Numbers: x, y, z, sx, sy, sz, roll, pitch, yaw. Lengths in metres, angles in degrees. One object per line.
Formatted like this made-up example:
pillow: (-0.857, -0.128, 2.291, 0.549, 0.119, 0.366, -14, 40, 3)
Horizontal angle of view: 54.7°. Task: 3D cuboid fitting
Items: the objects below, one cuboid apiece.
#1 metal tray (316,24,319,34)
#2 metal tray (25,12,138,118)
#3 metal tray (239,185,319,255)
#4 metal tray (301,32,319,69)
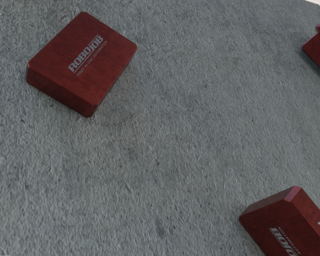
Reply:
metal tray: (0.389, -0.174, 0.679, 0.130, 0.030, 0.090, 60, 28, 2)
metal tray: (-0.096, -0.086, 0.401, 0.090, 0.030, 0.130, 32, 52, -8)
metal tray: (0.167, 0.140, 0.365, 0.030, 0.090, 0.130, -31, 79, -38)
metal tray: (0.383, -0.157, 0.661, 0.130, 0.090, 0.030, 50, 20, 7)
